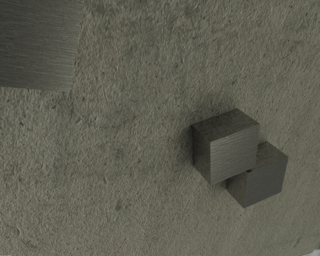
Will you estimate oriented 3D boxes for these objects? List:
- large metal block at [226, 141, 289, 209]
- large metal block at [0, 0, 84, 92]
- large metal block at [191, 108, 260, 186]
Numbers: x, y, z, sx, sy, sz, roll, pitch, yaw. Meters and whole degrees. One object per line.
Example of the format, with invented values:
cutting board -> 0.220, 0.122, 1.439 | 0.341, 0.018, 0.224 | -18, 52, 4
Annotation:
large metal block -> 0.163, 0.079, 0.528 | 0.081, 0.050, 0.079 | -17, 125, -19
large metal block -> -0.120, -0.082, 0.275 | 0.081, 0.050, 0.079 | 2, 118, -29
large metal block -> 0.096, 0.027, 0.459 | 0.081, 0.050, 0.079 | -19, 126, -17
